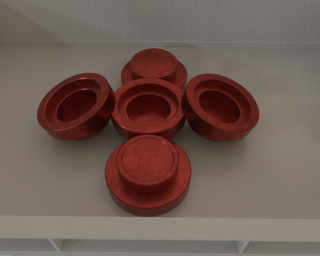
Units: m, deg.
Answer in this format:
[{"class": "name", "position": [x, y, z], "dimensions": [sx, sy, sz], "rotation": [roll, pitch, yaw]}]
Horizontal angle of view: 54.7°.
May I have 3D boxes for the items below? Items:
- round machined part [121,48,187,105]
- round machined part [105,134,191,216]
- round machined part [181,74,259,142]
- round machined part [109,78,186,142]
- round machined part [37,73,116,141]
[{"class": "round machined part", "position": [-0.009, -0.081, 0.460], "dimensions": [0.099, 0.042, 0.098], "rotation": [0, 50, 0]}, {"class": "round machined part", "position": [-0.013, 0.046, 0.353], "dimensions": [0.099, 0.042, 0.098], "rotation": [0, 50, 0]}, {"class": "round machined part", "position": [0.073, -0.021, 0.399], "dimensions": [0.099, 0.042, 0.098], "rotation": [11, 49, -13]}, {"class": "round machined part", "position": [-0.015, -0.018, 0.406], "dimensions": [0.099, 0.042, 0.098], "rotation": [0, 50, 0]}, {"class": "round machined part", "position": [-0.102, -0.023, 0.400], "dimensions": [0.098, 0.042, 0.098], "rotation": [-11, 48, 13]}]
